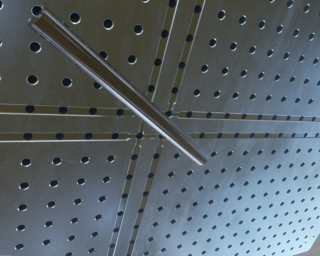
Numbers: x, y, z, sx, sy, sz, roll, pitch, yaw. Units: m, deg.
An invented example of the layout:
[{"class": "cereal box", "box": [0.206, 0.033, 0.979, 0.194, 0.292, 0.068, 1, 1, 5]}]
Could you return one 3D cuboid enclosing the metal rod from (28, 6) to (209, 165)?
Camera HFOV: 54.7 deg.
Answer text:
[{"class": "metal rod", "box": [-0.024, -0.029, 0.381, 0.025, 0.025, 0.301, -47, 130, 4]}]
